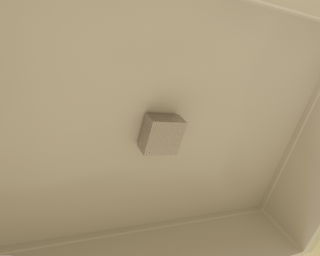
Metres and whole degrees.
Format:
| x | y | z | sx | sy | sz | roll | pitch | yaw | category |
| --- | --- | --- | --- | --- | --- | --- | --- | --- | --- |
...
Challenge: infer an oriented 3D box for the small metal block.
| x | y | z | sx | sy | sz | roll | pitch | yaw | category |
| --- | --- | --- | --- | --- | --- | --- | --- | --- | --- |
| 0.002 | 0.009 | 0.410 | 0.050 | 0.025 | 0.050 | 2 | 118 | -29 | small metal block |
